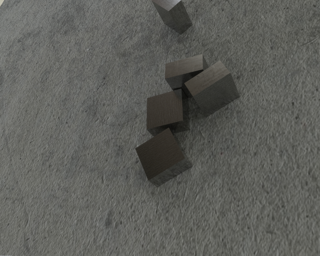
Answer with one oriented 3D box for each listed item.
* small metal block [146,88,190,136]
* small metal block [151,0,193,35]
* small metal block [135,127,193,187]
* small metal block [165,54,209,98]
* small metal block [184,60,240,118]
[{"bbox_3d":[0.011,-0.019,0.410,0.050,0.025,0.050,-14,56,20],"label":"small metal block"},{"bbox_3d":[0.019,-0.182,0.490,0.025,0.050,0.050,-42,51,0],"label":"small metal block"},{"bbox_3d":[0.004,0.036,0.380,0.050,0.025,0.050,-32,52,7],"label":"small metal block"},{"bbox_3d":[0.040,-0.066,0.407,0.050,0.050,0.025,-11,58,22],"label":"small metal block"},{"bbox_3d":[0.065,-0.047,0.382,0.050,0.050,0.025,-32,52,7],"label":"small metal block"}]
